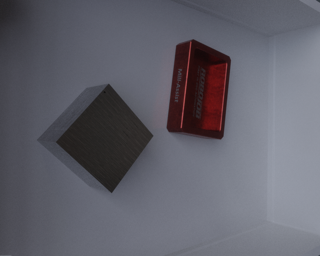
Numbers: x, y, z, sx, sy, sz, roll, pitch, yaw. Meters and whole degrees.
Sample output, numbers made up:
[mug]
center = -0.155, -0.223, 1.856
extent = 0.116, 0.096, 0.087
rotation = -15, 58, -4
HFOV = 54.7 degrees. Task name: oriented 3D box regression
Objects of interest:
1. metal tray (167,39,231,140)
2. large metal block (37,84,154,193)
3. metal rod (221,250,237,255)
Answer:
[metal tray]
center = 0.060, -0.052, 0.455
extent = 0.091, 0.030, 0.129
rotation = 11, 83, -40
[large metal block]
center = -0.067, 0.011, 0.336
extent = 0.080, 0.050, 0.080
rotation = 51, 60, -28
[metal rod]
center = 0.072, 0.343, 0.473
extent = 0.025, 0.025, 0.299
rotation = 27, 73, -37
